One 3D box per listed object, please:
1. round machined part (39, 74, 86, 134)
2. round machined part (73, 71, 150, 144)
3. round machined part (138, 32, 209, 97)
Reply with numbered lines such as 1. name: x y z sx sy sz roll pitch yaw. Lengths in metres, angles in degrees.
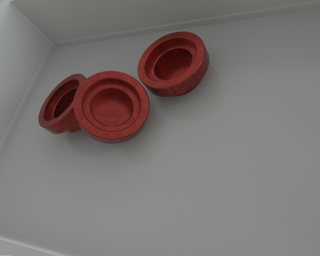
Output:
1. round machined part: -0.135 -0.032 0.475 0.098 0.042 0.098 -24 45 27
2. round machined part: -0.065 -0.025 0.424 0.099 0.042 0.098 3 71 -8
3. round machined part: 0.022 -0.083 0.433 0.098 0.042 0.098 -13 56 20
